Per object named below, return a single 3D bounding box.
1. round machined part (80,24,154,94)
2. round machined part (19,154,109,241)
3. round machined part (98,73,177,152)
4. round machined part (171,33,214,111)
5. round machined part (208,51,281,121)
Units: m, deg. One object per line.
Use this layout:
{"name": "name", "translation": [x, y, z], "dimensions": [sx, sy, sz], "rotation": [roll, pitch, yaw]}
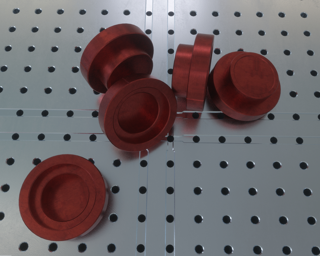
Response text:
{"name": "round machined part", "translation": [-0.048, -0.080, 0.399], "dimensions": [0.098, 0.098, 0.042], "rotation": [-33, 65, -11]}
{"name": "round machined part", "translation": [-0.111, 0.084, 0.372], "dimensions": [0.099, 0.042, 0.098], "rotation": [0, 70, 0]}
{"name": "round machined part", "translation": [-0.031, -0.022, 0.391], "dimensions": [0.098, 0.098, 0.042], "rotation": [-35, 39, -12]}
{"name": "round machined part", "translation": [0.041, -0.072, 0.400], "dimensions": [0.042, 0.098, 0.098], "rotation": [9, 70, 9]}
{"name": "round machined part", "translation": [0.118, -0.062, 0.417], "dimensions": [0.099, 0.042, 0.098], "rotation": [4, 70, -10]}
